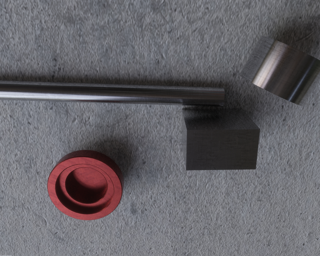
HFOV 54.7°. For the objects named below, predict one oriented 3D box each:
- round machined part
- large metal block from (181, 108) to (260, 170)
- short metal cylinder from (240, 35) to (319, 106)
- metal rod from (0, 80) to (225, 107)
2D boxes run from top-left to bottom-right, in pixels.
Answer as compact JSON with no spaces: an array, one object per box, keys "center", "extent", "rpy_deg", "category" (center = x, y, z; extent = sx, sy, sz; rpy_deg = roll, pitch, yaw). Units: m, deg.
[{"center":[-0.099,0.074,0.427],"extent":[0.099,0.042,0.097],"rpy_deg":[0,110,-1],"category":"round machined part"},{"center":[0.070,0.011,0.386],"extent":[0.081,0.080,0.050],"rpy_deg":[-1,110,0],"category":"large metal block"},{"center":[0.141,-0.066,0.358],"extent":[0.080,0.080,0.050],"rpy_deg":[23,108,-9],"category":"short metal cylinder"},{"center":[-0.071,-0.044,0.392],"extent":[0.302,0.025,0.025],"rpy_deg":[2,110,-1],"category":"metal rod"}]
